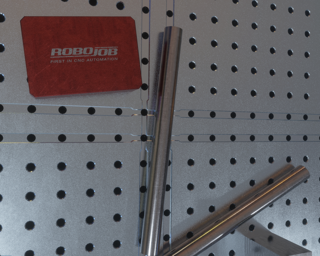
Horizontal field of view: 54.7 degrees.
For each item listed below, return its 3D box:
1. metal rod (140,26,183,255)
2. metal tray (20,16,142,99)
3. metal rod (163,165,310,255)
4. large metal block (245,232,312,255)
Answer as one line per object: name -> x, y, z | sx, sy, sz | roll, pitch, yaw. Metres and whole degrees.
metal rod -> 0.002, 0.015, 0.413 | 0.025, 0.025, 0.298 | 7, 88, -20
metal tray -> -0.092, -0.086, 0.376 | 0.131, 0.030, 0.089 | -7, 93, -20
metal rod -> 0.103, 0.136, 0.450 | 0.302, 0.025, 0.025 | -27, 99, -18
large metal block -> 0.167, 0.206, 0.445 | 0.050, 0.080, 0.079 | 0, 90, -20
